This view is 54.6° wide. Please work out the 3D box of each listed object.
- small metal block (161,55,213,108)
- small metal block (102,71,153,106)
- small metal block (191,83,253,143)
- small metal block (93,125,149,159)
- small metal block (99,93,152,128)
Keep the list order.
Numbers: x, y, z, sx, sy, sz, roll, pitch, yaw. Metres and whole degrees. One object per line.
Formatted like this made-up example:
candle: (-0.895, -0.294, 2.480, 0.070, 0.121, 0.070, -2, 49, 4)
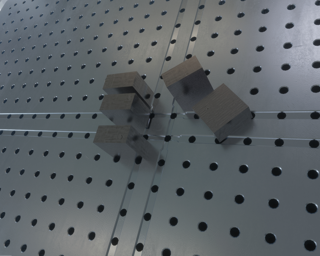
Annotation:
small metal block: (0.037, -0.060, 0.410, 0.050, 0.050, 0.025, -28, 52, 10)
small metal block: (-0.046, -0.055, 0.451, 0.050, 0.050, 0.025, -1, 61, 28)
small metal block: (0.076, -0.019, 0.381, 0.050, 0.025, 0.050, -38, 51, 3)
small metal block: (-0.050, 0.019, 0.408, 0.050, 0.050, 0.025, -1, 62, 28)
small metal block: (-0.047, -0.023, 0.432, 0.050, 0.050, 0.025, 0, 62, 28)
